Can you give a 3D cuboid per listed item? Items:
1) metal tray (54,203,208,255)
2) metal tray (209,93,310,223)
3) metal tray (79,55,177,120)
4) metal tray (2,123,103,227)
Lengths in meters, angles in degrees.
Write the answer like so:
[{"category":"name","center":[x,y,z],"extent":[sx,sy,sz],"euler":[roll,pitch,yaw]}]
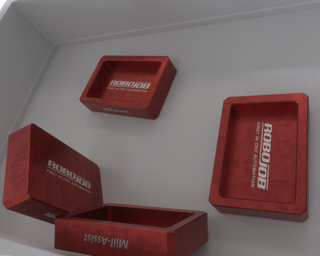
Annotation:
[{"category":"metal tray","center":[-0.027,0.102,0.312],"extent":[0.130,0.090,0.030],"euler":[-2,86,27]},{"category":"metal tray","center":[0.108,0.027,0.329],"extent":[0.090,0.030,0.130],"euler":[-1,61,28]},{"category":"metal tray","center":[-0.049,-0.065,0.468],"extent":[0.130,0.030,0.090],"euler":[9,66,32]},{"category":"metal tray","center":[-0.116,0.063,0.361],"extent":[0.030,0.130,0.090],"euler":[-25,53,13]}]
